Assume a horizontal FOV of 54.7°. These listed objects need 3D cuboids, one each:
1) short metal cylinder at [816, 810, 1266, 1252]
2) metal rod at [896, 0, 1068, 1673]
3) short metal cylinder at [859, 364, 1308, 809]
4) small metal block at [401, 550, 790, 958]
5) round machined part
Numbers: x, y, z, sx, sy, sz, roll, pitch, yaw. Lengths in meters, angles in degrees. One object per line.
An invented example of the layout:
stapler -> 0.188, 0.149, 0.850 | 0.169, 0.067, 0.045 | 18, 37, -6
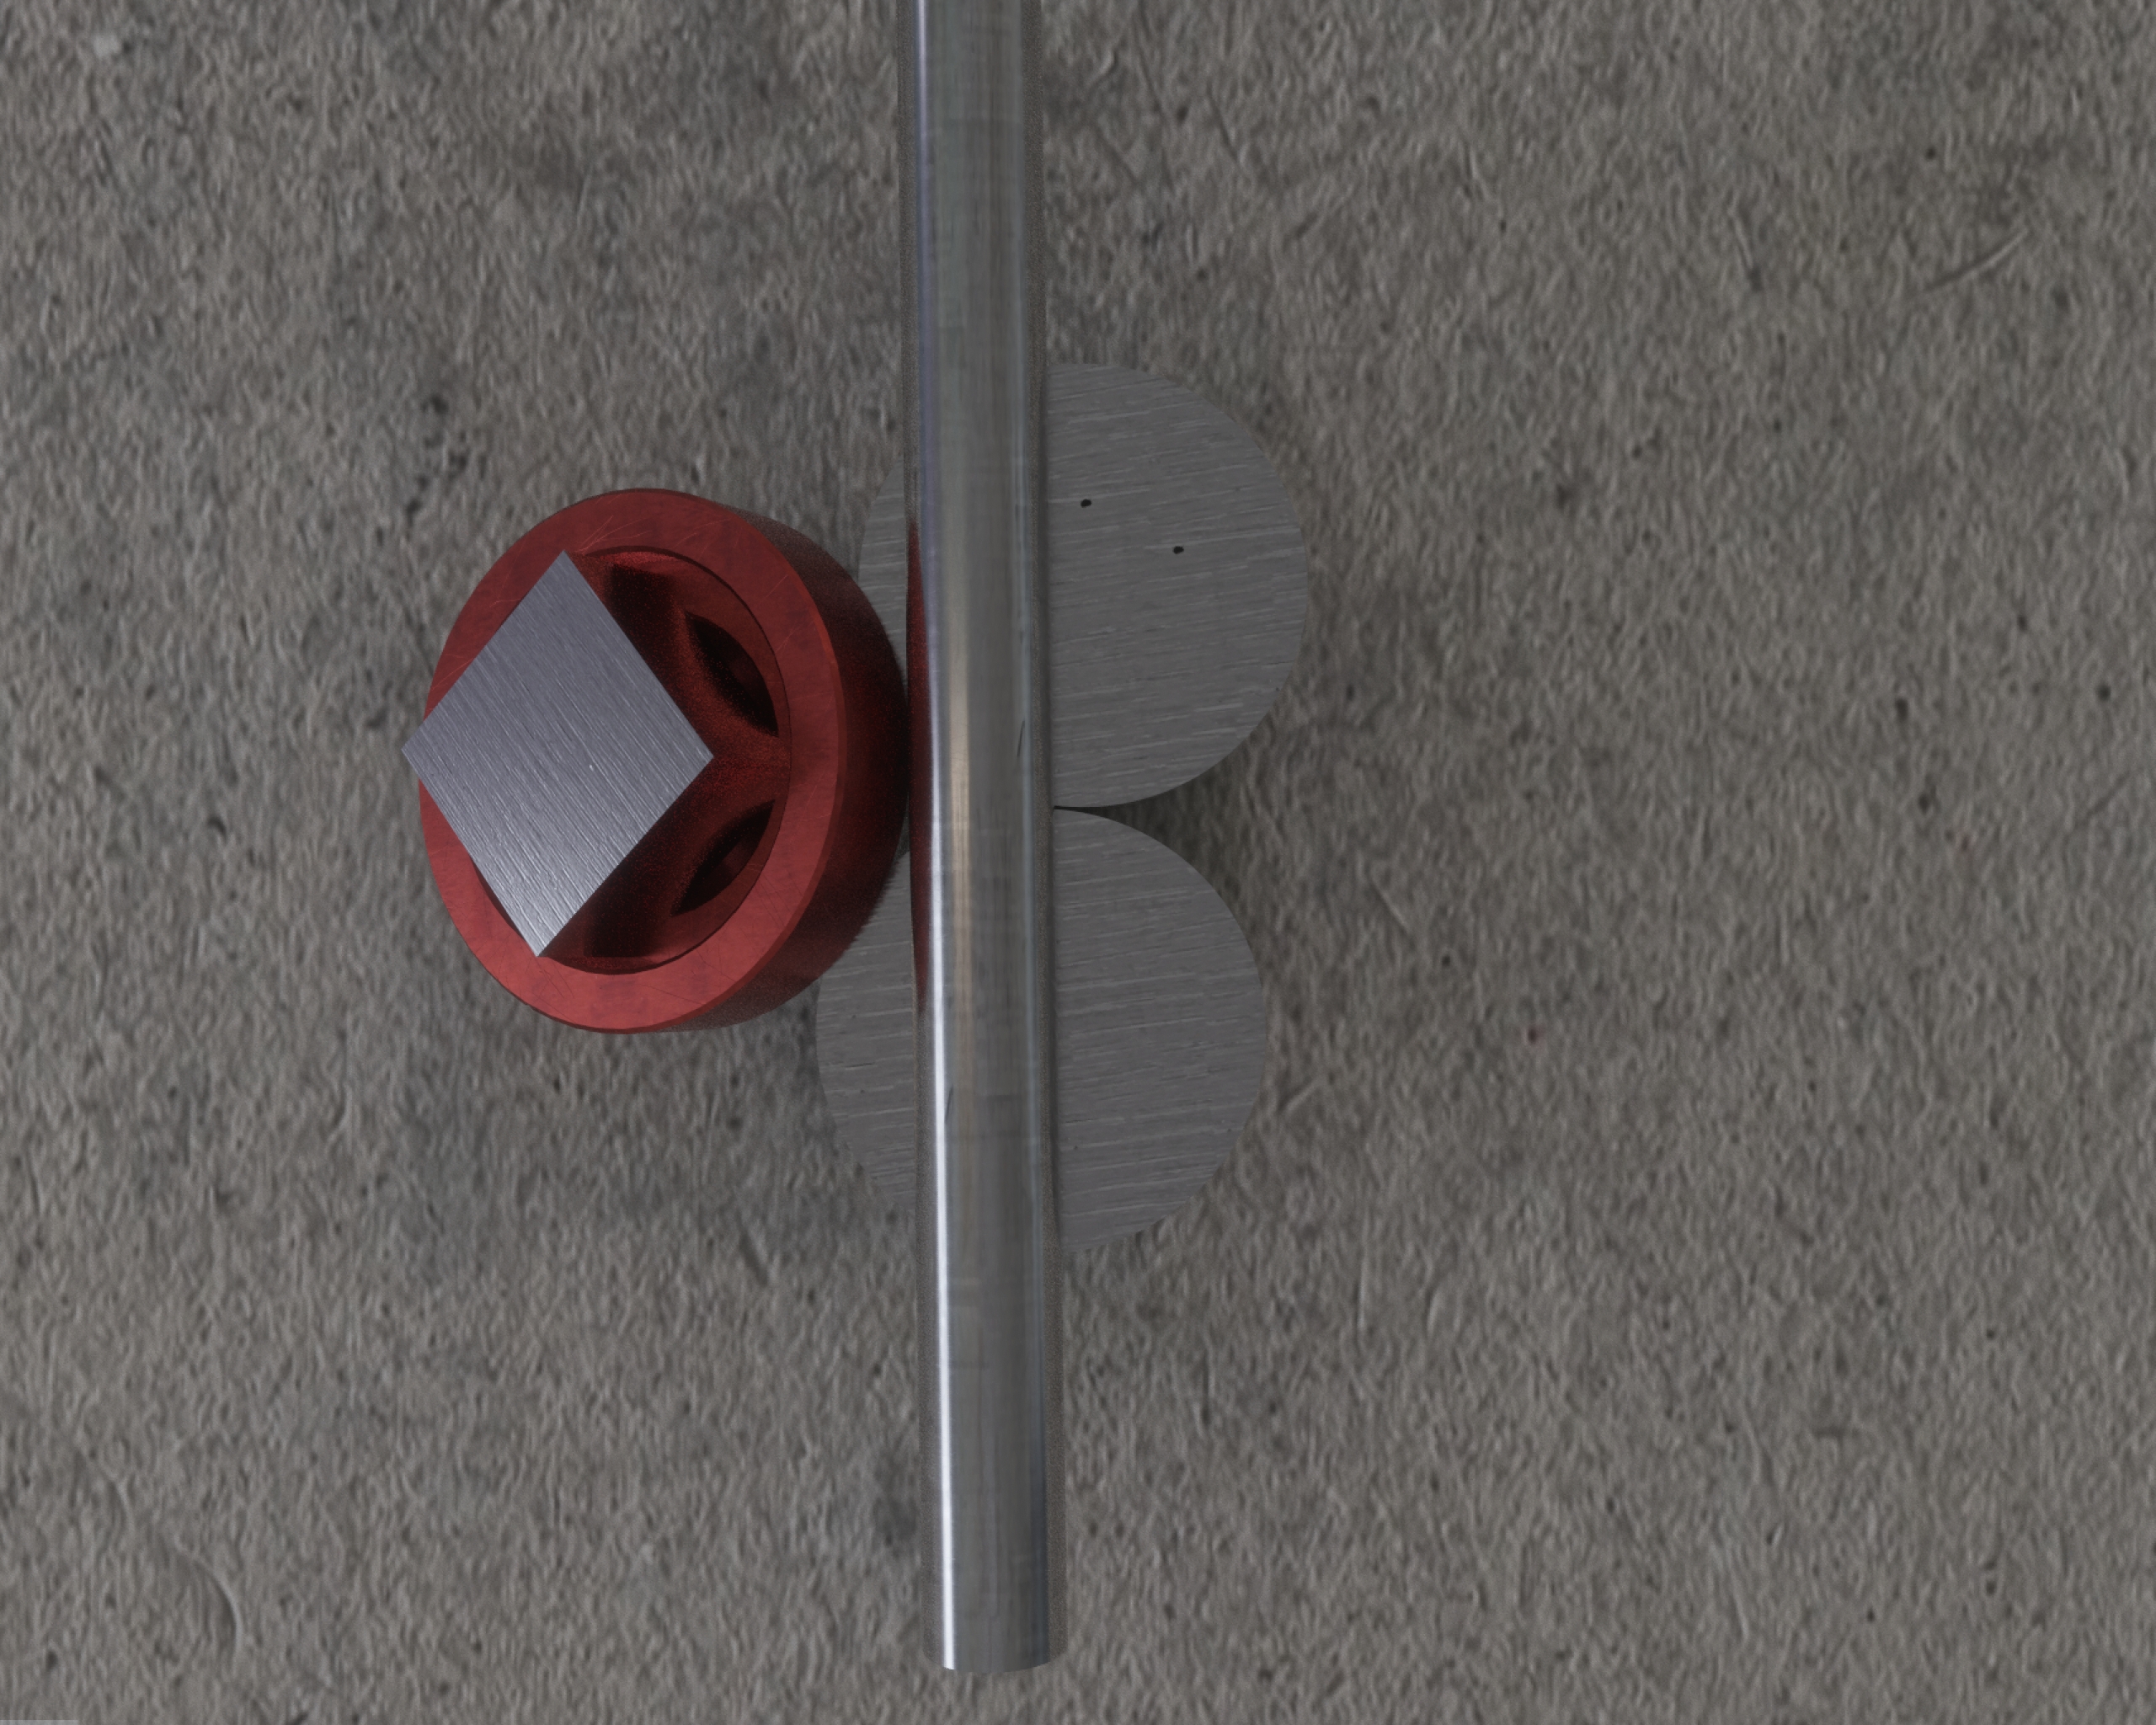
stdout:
short metal cylinder -> -0.007, 0.030, 0.398 | 0.081, 0.050, 0.080 | 0, 89, 0
metal rod -> -0.017, -0.014, 0.361 | 0.025, 0.025, 0.298 | -1, 90, 0
short metal cylinder -> 0.001, -0.050, 0.399 | 0.081, 0.050, 0.079 | 0, 90, 0
small metal block -> -0.085, -0.018, 0.370 | 0.050, 0.025, 0.050 | -46, 68, 19
round machined part -> -0.072, -0.017, 0.389 | 0.098, 0.042, 0.097 | -1, 87, 29
